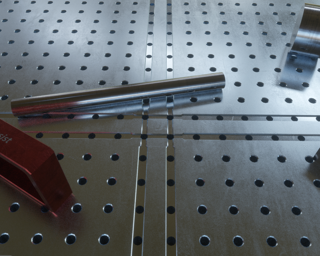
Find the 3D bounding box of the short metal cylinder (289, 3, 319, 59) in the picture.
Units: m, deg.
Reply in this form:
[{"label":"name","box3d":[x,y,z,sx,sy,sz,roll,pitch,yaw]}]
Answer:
[{"label":"short metal cylinder","box3d":[0.249,-0.159,0.507,0.050,0.080,0.080,15,52,12]}]

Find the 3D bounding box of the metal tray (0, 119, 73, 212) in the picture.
[{"label":"metal tray","box3d":[-0.163,0.031,0.337,0.130,0.089,0.030,25,55,19]}]

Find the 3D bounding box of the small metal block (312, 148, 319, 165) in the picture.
[{"label":"small metal block","box3d":[0.228,0.036,0.379,0.050,0.025,0.050,-28,55,-21]}]

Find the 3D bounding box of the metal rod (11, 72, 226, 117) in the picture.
[{"label":"metal rod","box3d":[-0.054,-0.050,0.448,0.302,0.025,0.025,-9,51,-8]}]
